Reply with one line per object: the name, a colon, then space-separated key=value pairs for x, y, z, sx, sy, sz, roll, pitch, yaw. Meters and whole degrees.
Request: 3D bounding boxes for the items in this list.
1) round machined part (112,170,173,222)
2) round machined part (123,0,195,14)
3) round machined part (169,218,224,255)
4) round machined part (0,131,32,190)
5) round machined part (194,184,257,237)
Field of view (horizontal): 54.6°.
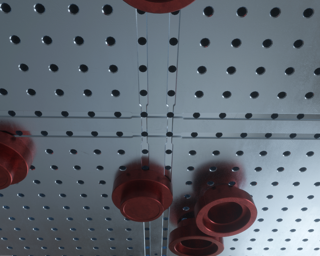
round machined part: x=-0.028 y=0.115 z=0.497 sx=0.099 sy=0.042 sz=0.097 roll=0 pitch=130 yaw=0
round machined part: x=-0.001 y=-0.154 z=0.266 sx=0.099 sy=0.042 sz=0.097 roll=1 pitch=134 yaw=1
round machined part: x=0.066 y=0.198 z=0.564 sx=0.098 sy=0.042 sz=0.097 roll=2 pitch=136 yaw=2
round machined part: x=-0.240 y=0.052 z=0.442 sx=0.099 sy=0.042 sz=0.097 roll=0 pitch=130 yaw=0
round machined part: x=0.104 y=0.131 z=0.508 sx=0.099 sy=0.042 sz=0.097 roll=-2 pitch=125 yaw=-2
